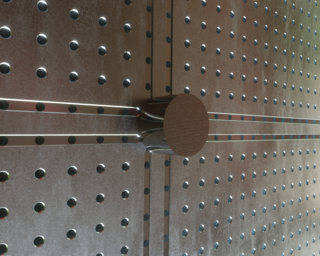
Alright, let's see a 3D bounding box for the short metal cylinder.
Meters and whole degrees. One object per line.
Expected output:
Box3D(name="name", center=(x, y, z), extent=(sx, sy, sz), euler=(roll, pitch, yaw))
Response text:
Box3D(name="short metal cylinder", center=(0.019, -0.004, 0.407), extent=(0.081, 0.050, 0.080), euler=(0, 90, -40))
